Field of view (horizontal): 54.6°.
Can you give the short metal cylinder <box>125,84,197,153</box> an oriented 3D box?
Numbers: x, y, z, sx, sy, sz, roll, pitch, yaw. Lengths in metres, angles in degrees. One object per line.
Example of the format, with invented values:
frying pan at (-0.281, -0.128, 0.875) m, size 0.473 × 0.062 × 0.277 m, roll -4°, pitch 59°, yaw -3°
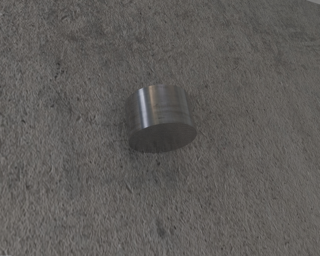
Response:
short metal cylinder at (0.000, -0.009, 0.373) m, size 0.081 × 0.080 × 0.050 m, roll 5°, pitch 60°, yaw -26°
